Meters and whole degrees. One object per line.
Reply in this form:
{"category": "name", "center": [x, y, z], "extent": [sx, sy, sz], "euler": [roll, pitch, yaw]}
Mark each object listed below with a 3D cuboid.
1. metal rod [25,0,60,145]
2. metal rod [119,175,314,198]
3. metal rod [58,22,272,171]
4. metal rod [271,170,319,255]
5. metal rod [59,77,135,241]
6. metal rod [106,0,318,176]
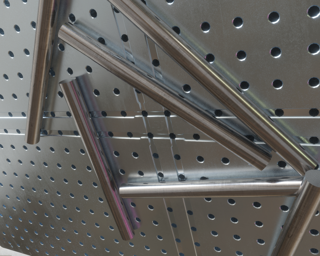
{"category": "metal rod", "center": [-0.173, -0.086, 0.450], "extent": [0.025, 0.025, 0.298], "euler": [32, 129, 8]}
{"category": "metal rod", "center": [0.068, 0.083, 0.426], "extent": [0.300, 0.025, 0.025], "euler": [-9, 114, 32]}
{"category": "metal rod", "center": [0.002, -0.042, 0.384], "extent": [0.300, 0.025, 0.025], "euler": [34, 129, 6]}
{"category": "metal rod", "center": [0.162, 0.169, 0.411], "extent": [0.025, 0.025, 0.298], "euler": [16, 131, 19]}
{"category": "metal rod", "center": [-0.094, 0.064, 0.500], "extent": [0.025, 0.025, 0.299], "euler": [-1, 118, 29]}
{"category": "metal rod", "center": [0.056, -0.056, 0.347], "extent": [0.300, 0.025, 0.025], "euler": [42, 129, -1]}
